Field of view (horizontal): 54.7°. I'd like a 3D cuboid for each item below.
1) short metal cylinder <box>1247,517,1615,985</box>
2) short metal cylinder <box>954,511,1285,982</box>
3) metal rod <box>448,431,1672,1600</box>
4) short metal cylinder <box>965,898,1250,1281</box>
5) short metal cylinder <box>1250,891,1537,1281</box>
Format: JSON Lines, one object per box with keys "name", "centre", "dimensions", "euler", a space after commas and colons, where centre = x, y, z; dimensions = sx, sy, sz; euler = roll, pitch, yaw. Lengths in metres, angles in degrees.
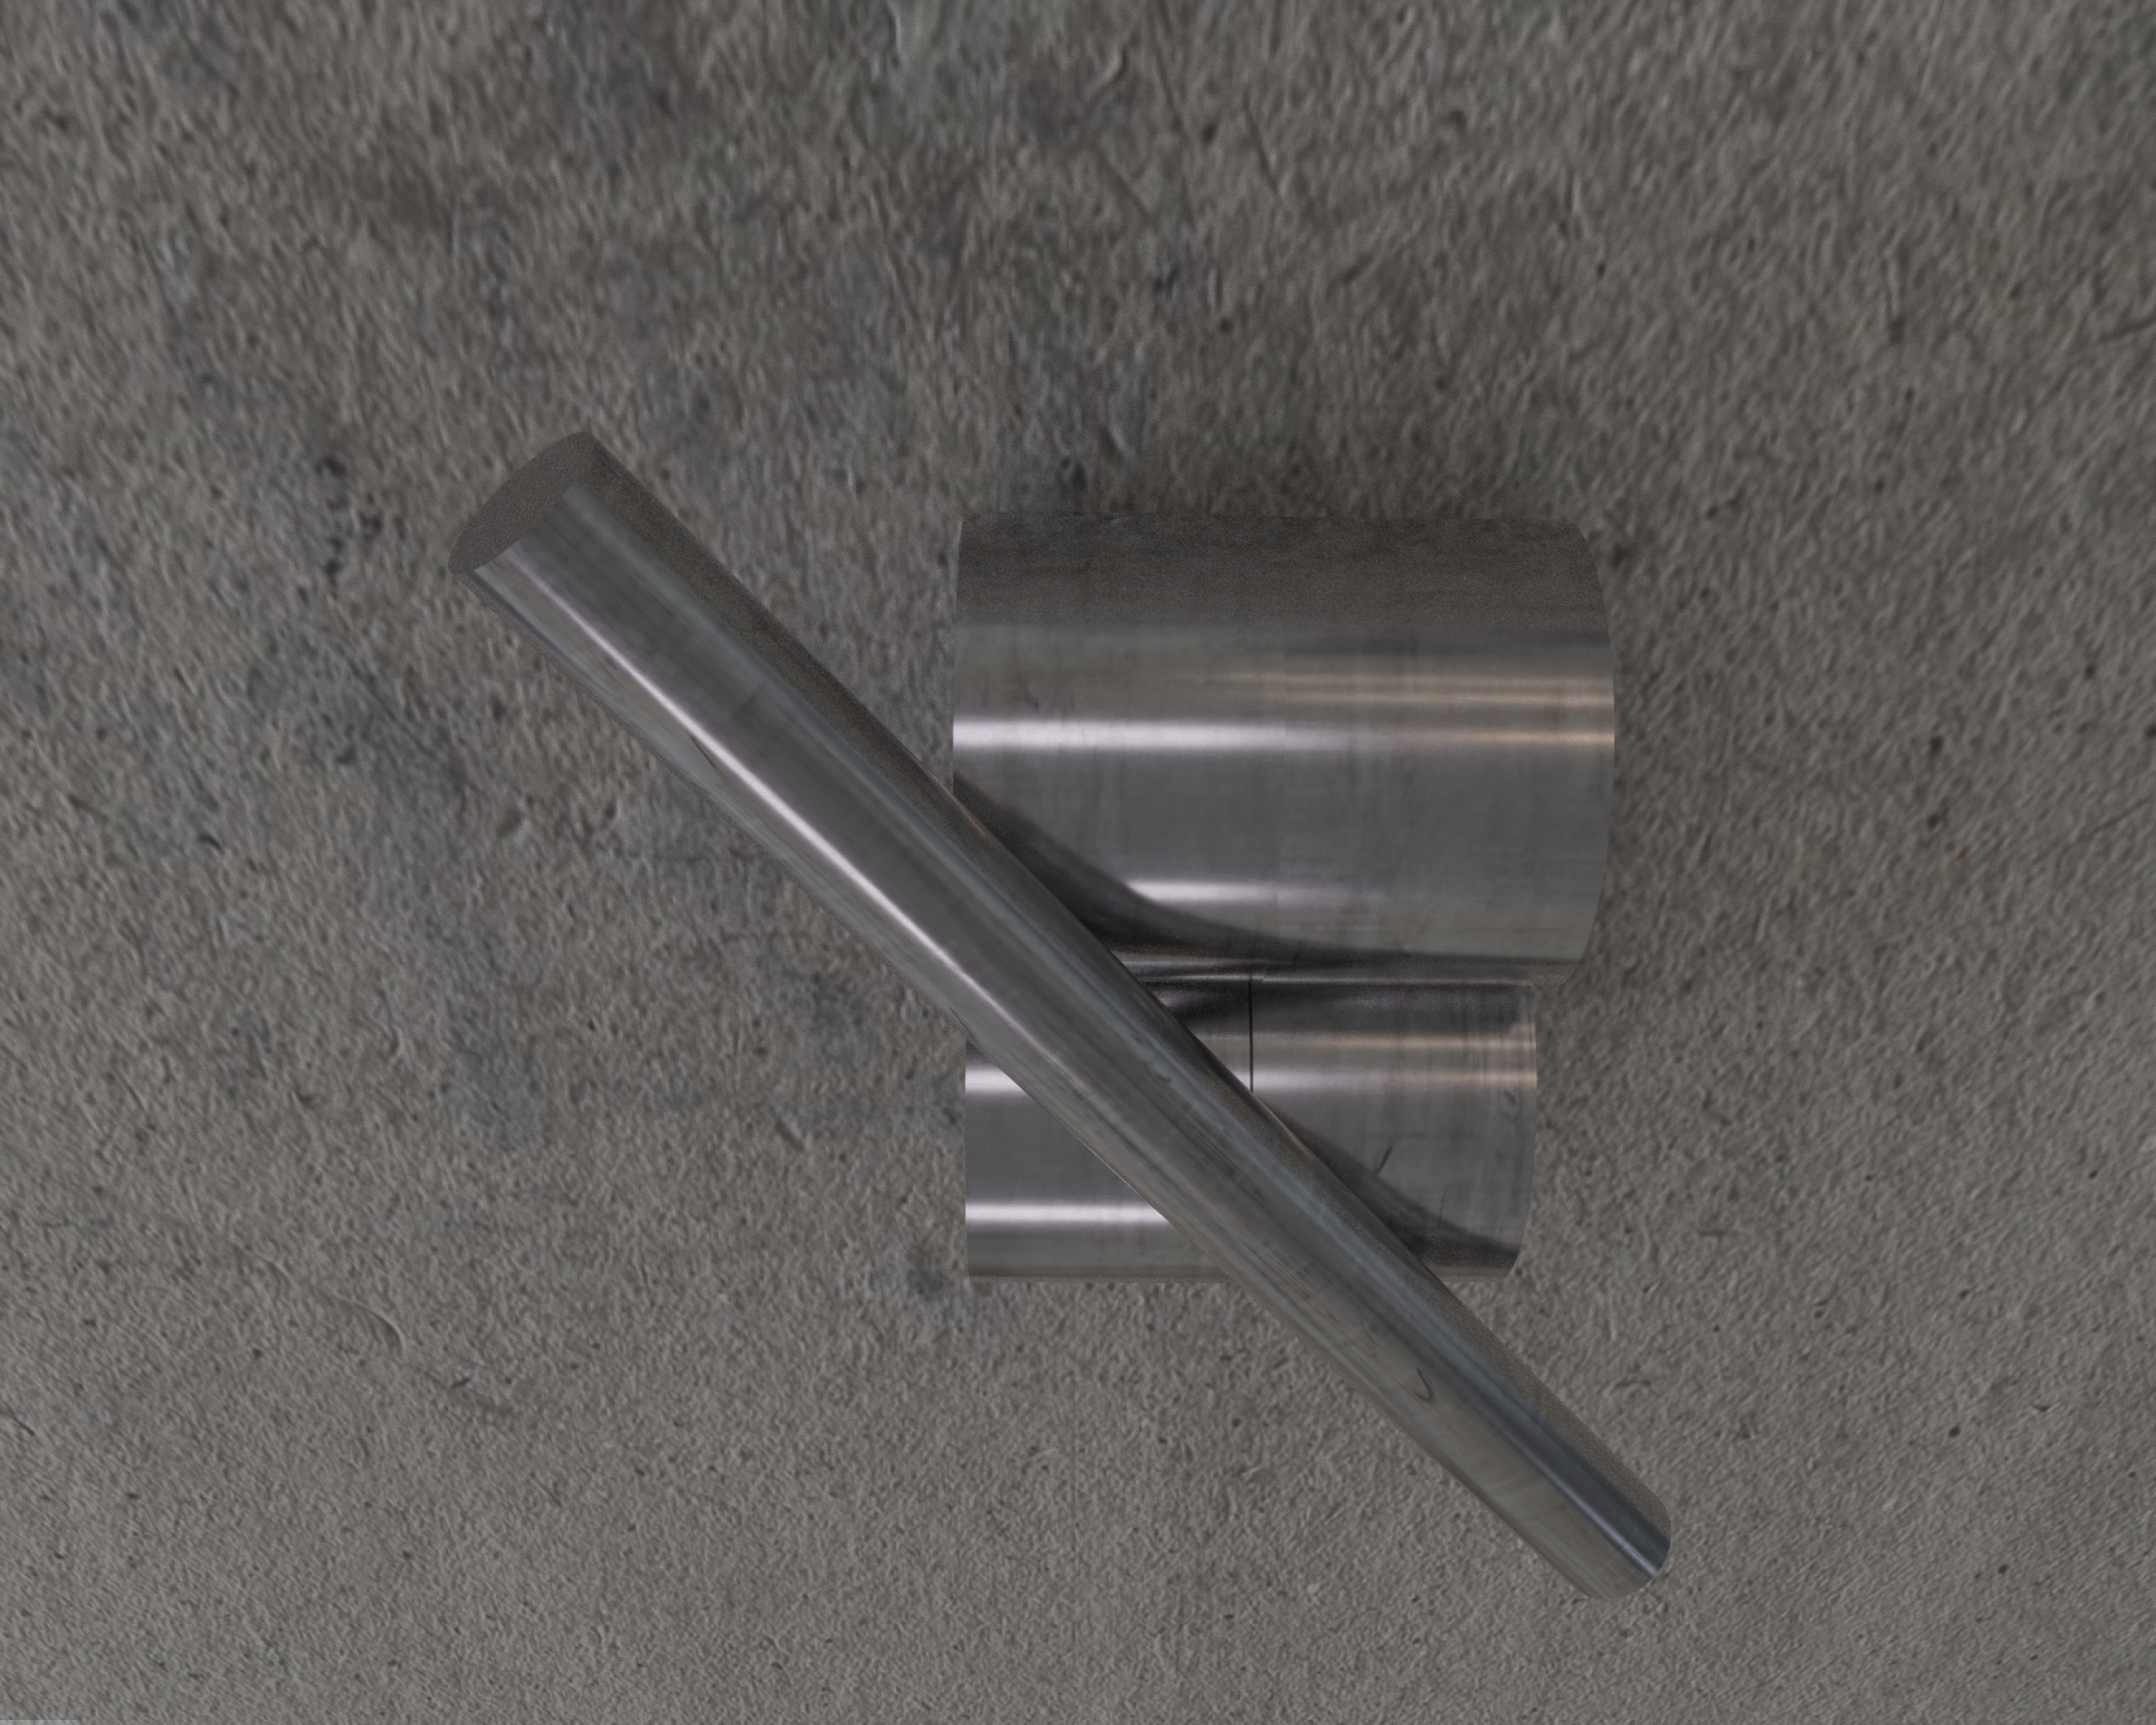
{"name": "short metal cylinder", "centre": [0.056, -0.019, 0.357], "dimensions": [0.050, 0.080, 0.079], "euler": [1, 130, -1]}
{"name": "short metal cylinder", "centre": [0.006, -0.020, 0.356], "dimensions": [0.050, 0.080, 0.079], "euler": [1, 130, -1]}
{"name": "metal rod", "centre": [0.019, 0.046, 0.343], "dimensions": [0.025, 0.025, 0.300], "euler": [-30, 125, 22]}
{"name": "short metal cylinder", "centre": [0.005, 0.042, 0.408], "dimensions": [0.050, 0.080, 0.079], "euler": [1, 130, -1]}
{"name": "short metal cylinder", "centre": [0.056, 0.042, 0.409], "dimensions": [0.050, 0.080, 0.079], "euler": [1, 130, -1]}
